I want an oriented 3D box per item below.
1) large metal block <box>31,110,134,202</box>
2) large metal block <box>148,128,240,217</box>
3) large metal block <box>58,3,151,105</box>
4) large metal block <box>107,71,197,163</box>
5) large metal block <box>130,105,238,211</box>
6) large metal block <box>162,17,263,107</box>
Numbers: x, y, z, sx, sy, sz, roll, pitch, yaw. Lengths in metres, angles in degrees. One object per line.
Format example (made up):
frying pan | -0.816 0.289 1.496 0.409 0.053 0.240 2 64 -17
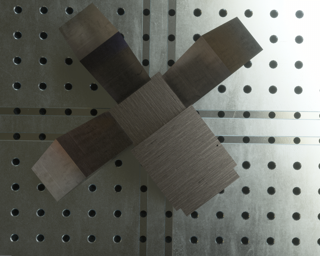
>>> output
large metal block | -0.092 0.033 0.370 0.050 0.080 0.080 52 132 1
large metal block | 0.041 0.052 0.400 0.080 0.050 0.080 -37 89 -1
large metal block | -0.065 -0.088 0.370 0.050 0.080 0.080 -38 51 0
large metal block | -0.008 -0.013 0.401 0.080 0.050 0.080 -38 90 0
large metal block | 0.025 0.031 0.350 0.080 0.050 0.080 -37 91 -1
large metal block | 0.062 -0.077 0.371 0.050 0.080 0.080 52 50 0
